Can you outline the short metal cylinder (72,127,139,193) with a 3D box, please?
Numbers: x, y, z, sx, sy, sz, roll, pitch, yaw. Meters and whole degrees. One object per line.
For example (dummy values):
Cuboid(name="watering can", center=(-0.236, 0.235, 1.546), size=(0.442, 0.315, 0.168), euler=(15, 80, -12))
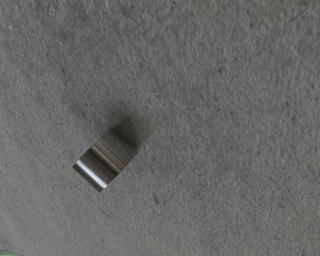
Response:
Cuboid(name="short metal cylinder", center=(-0.076, 0.044, 0.437), size=(0.050, 0.080, 0.080), euler=(44, 129, -3))
